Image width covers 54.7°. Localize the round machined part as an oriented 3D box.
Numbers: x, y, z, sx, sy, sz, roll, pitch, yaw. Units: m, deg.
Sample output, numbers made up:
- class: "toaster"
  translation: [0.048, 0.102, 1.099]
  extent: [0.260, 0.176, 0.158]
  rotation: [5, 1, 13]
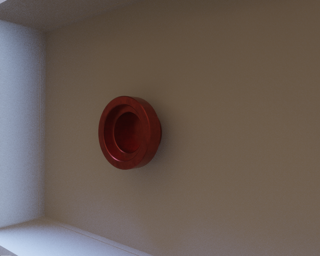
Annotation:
- class: "round machined part"
  translation: [-0.036, 0.006, 0.424]
  extent: [0.098, 0.042, 0.097]
  rotation: [0, 90, 39]
